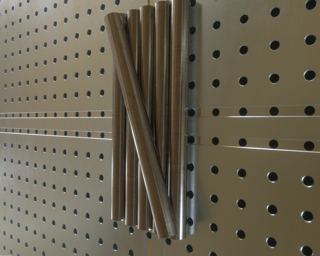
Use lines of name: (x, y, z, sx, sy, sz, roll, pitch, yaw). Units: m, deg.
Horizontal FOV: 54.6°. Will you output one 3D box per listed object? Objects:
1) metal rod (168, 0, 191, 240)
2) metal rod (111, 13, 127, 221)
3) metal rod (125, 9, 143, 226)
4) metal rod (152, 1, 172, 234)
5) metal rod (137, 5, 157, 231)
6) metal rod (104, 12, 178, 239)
metal rod: (0.024, -0.012, 0.391, 0.025, 0.025, 0.298, 2, 91, 40)
metal rod: (-0.058, -0.015, 0.457, 0.025, 0.025, 0.298, 1, 91, 40)
metal rod: (-0.035, -0.014, 0.439, 0.025, 0.025, 0.298, 1, 91, 40)
metal rod: (0.004, -0.013, 0.408, 0.025, 0.025, 0.298, 1, 91, 40)
metal rod: (-0.017, -0.013, 0.423, 0.025, 0.025, 0.298, 1, 91, 40)
metal rod: (-0.028, -0.013, 0.401, 0.025, 0.025, 0.299, -24, 75, 37)
